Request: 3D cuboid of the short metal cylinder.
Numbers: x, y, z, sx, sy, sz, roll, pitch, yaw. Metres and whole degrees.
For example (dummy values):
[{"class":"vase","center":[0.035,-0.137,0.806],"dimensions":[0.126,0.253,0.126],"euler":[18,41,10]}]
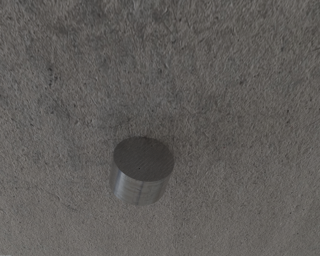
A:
[{"class":"short metal cylinder","center":[-0.026,0.057,0.419],"dimensions":[0.080,0.080,0.050],"euler":[10,129,-8]}]
